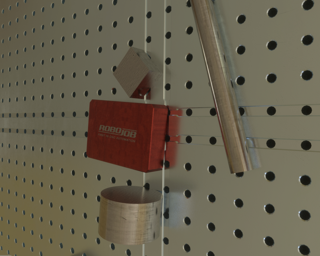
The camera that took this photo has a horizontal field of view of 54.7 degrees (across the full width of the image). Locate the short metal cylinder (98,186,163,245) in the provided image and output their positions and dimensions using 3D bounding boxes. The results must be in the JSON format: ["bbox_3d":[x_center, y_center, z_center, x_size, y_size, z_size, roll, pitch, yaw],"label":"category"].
[{"bbox_3d":[-0.038,0.110,0.403,0.080,0.081,0.050,8,95,39],"label":"short metal cylinder"}]

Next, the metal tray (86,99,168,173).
[{"bbox_3d":[-0.052,0.007,0.446,0.130,0.030,0.089,8,95,39],"label":"metal tray"}]

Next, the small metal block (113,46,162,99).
[{"bbox_3d":[-0.033,-0.077,0.434,0.050,0.025,0.050,-50,61,28],"label":"small metal block"}]

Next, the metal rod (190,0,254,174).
[{"bbox_3d":[0.060,-0.097,0.358,0.025,0.025,0.298,-19,78,38],"label":"metal rod"}]
